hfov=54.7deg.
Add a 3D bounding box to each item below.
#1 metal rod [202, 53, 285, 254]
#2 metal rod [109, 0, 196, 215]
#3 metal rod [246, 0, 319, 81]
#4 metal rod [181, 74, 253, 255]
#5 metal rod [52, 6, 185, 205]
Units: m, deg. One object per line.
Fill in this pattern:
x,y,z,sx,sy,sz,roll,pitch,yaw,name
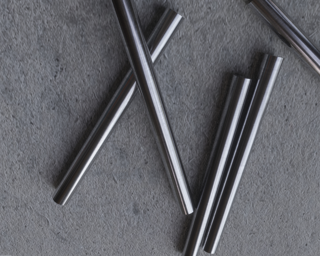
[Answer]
0.108,0.048,0.428,0.025,0.025,0.298,11,110,-4,metal rod
-0.001,-0.009,0.387,0.025,0.025,0.298,-15,117,5,metal rod
0.221,-0.058,0.389,0.301,0.025,0.025,39,105,-14,metal rod
0.074,0.073,0.436,0.025,0.025,0.298,11,110,-4,metal rod
-0.062,-0.016,0.403,0.025,0.025,0.299,31,107,-11,metal rod
